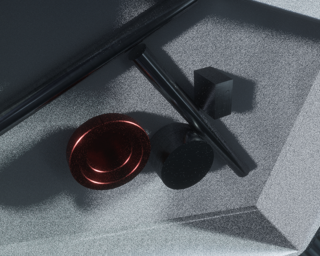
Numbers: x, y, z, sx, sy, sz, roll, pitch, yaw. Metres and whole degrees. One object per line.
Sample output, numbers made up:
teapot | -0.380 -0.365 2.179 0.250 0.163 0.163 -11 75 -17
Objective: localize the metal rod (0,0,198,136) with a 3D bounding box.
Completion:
metal rod | -0.089 -0.059 0.324 0.301 0.025 0.025 -35 129 -5

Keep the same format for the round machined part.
round machined part | -0.065 0.024 0.379 0.099 0.042 0.097 -14 125 -21

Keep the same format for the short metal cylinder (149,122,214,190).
short metal cylinder | 0.027 0.039 0.433 0.081 0.050 0.079 -14 125 -21

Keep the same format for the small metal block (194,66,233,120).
small metal block | 0.068 -0.046 0.403 0.025 0.050 0.050 -18 126 -19

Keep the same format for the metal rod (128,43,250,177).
metal rod | 0.059 -0.005 0.439 0.025 0.025 0.300 -45 130 3
